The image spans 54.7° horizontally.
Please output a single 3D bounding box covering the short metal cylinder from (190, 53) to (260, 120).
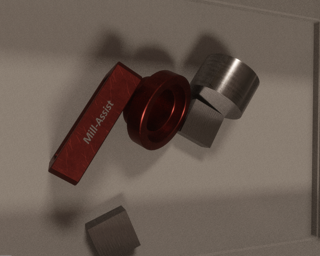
[{"bbox_3d":[0.084,-0.054,0.414,0.080,0.080,0.050,35,78,-17],"label":"short metal cylinder"}]

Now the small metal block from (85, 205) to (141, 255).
[{"bbox_3d":[-0.059,0.134,0.390,0.050,0.025,0.050,-24,98,-19],"label":"small metal block"}]

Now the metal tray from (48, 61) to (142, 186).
[{"bbox_3d":[-0.075,-0.006,0.348,0.030,0.090,0.130,33,79,-16],"label":"metal tray"}]

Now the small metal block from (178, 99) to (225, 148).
[{"bbox_3d":[0.055,-0.006,0.432,0.050,0.025,0.050,29,80,-18],"label":"small metal block"}]

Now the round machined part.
[{"bbox_3d":[-0.007,-0.025,0.382,0.099,0.042,0.097,-38,143,-36],"label":"round machined part"}]
